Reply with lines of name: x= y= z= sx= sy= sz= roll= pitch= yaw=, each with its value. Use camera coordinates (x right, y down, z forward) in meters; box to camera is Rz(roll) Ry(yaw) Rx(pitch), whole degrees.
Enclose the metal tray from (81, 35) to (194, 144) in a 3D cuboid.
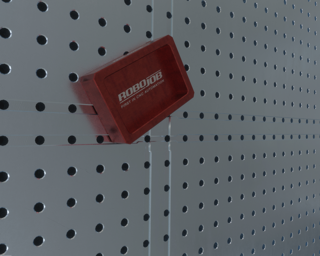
metal tray: x=-0.021 y=-0.050 z=0.387 sx=0.131 sy=0.030 sz=0.090 roll=-37 pitch=113 yaw=-33
